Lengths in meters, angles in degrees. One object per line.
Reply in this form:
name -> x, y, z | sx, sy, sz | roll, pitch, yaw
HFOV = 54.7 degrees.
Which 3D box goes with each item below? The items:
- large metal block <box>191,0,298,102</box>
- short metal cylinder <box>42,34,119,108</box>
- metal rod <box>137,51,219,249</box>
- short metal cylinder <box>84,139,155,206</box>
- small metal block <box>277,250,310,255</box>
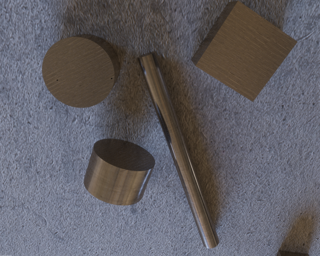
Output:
large metal block -> 0.095, -0.090, 0.365 | 0.080, 0.050, 0.080 | 30, 107, -11
short metal cylinder -> -0.091, -0.069, 0.370 | 0.081, 0.050, 0.079 | 0, 110, -1
metal rod -> 0.031, 0.043, 0.426 | 0.025, 0.025, 0.298 | -18, 110, 6
short metal cylinder -> -0.052, 0.055, 0.400 | 0.080, 0.080, 0.050 | 17, 109, -7
small metal block -> 0.212, 0.228, 0.497 | 0.050, 0.025, 0.050 | 8, 110, -4
